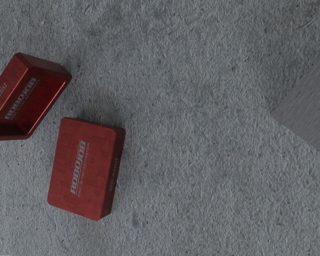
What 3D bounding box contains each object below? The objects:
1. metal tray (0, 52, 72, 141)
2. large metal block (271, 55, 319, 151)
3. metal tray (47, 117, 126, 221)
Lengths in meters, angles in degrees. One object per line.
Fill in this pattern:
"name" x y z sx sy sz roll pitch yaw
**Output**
"metal tray" -0.196 -0.039 0.443 0.030 0.090 0.130 43 103 15
"large metal block" 0.179 -0.021 0.332 0.080 0.050 0.080 39 102 15
"metal tray" -0.106 0.056 0.444 0.090 0.030 0.129 13 94 19
